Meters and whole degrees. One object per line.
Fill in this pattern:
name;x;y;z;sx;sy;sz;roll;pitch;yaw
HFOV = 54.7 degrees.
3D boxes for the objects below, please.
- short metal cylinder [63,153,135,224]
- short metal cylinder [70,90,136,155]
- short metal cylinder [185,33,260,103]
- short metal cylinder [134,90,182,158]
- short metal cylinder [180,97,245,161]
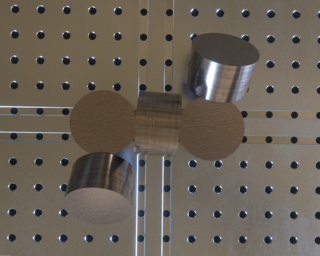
short metal cylinder;-0.072;0.075;0.379;0.081;0.050;0.079;0;134;1
short metal cylinder;-0.069;-0.006;0.399;0.081;0.050;0.079;0;90;-1
short metal cylinder;0.074;-0.075;0.380;0.081;0.080;0.050;9;132;-1
short metal cylinder;-0.003;-0.005;0.386;0.050;0.080;0.079;5;90;0
short metal cylinder;0.063;0.000;0.401;0.081;0.050;0.079;0;90;-1
